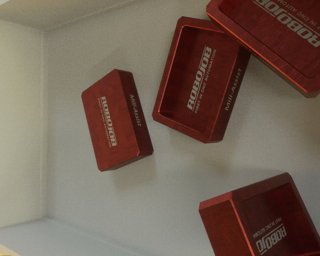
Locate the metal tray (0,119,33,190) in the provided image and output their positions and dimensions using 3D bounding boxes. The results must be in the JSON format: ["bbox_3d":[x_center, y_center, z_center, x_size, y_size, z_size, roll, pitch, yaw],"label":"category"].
[{"bbox_3d":[-0.324,0.057,0.675,0.090,0.030,0.129,33,110,35],"label":"metal tray"}]

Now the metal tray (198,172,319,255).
[{"bbox_3d":[0.094,0.091,0.261,0.030,0.131,0.090,-32,71,36],"label":"metal tray"}]

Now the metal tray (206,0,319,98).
[{"bbox_3d":[0.118,-0.101,0.280,0.090,0.030,0.130,-48,69,13],"label":"metal tray"}]

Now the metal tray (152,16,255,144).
[{"bbox_3d":[0.047,-0.057,0.364,0.090,0.030,0.129,25,106,37],"label":"metal tray"}]

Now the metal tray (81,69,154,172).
[{"bbox_3d":[-0.066,-0.010,0.459,0.090,0.030,0.129,-26,74,37],"label":"metal tray"}]
